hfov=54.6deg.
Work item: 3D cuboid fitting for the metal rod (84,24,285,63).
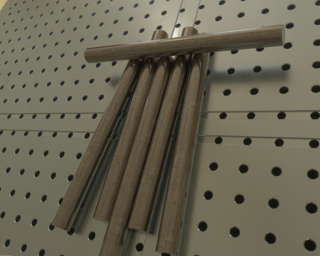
[{"bbox_3d":[0.015,-0.115,0.439,0.300,0.025,0.025,2,63,29],"label":"metal rod"}]

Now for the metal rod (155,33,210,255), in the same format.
[{"bbox_3d":[0.036,0.000,0.391,0.025,0.025,0.300,-2,60,27],"label":"metal rod"}]

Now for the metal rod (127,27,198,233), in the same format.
[{"bbox_3d":[0.011,-0.015,0.414,0.025,0.025,0.300,1,62,29],"label":"metal rod"}]

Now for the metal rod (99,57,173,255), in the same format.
[{"bbox_3d":[-0.025,0.031,0.404,0.025,0.025,0.300,1,62,29],"label":"metal rod"}]

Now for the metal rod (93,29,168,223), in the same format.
[{"bbox_3d":[-0.034,-0.019,0.439,0.025,0.025,0.300,1,62,29],"label":"metal rod"}]

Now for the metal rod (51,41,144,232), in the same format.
[{"bbox_3d":[-0.077,-0.003,0.450,0.025,0.025,0.300,8,65,31],"label":"metal rod"}]
